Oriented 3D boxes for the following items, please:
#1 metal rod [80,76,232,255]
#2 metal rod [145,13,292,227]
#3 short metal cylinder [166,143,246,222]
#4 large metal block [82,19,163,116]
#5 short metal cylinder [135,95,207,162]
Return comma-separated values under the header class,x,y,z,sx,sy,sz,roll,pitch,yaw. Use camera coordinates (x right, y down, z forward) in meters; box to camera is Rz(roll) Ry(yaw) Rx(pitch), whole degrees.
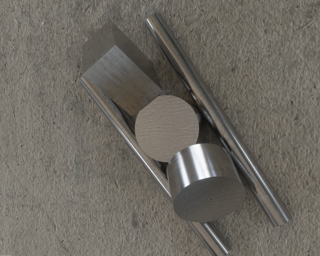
class,x,y,z,sx,sy,sz,roll,pitch,yaw
metal rod,-0.013,0.041,0.414,0.025,0.025,0.300,-42,77,15
metal rod,0.066,-0.018,0.386,0.025,0.025,0.299,-34,79,17
short metal cylinder,0.051,0.064,0.356,0.080,0.080,0.050,-33,37,17
large metal block,-0.048,-0.075,0.381,0.050,0.080,0.080,-38,36,16
short metal cylinder,0.016,0.001,0.391,0.080,0.050,0.080,0,90,20
